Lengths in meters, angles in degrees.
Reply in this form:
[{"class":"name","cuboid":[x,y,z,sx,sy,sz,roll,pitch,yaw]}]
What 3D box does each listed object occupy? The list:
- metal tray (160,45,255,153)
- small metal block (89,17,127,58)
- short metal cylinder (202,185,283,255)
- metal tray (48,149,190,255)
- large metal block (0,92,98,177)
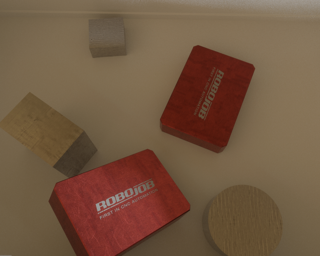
[{"class":"metal tray","cuboid":[0.065,-0.042,0.423,0.090,0.030,0.130,22,71,7]},{"class":"small metal block","cuboid":[-0.077,-0.134,0.458,0.050,0.025,0.050,-5,70,-2]},{"class":"short metal cylinder","cuboid":[0.092,0.110,0.358,0.081,0.050,0.080,0,70,0]},{"class":"metal tray","cuboid":[-0.040,0.083,0.340,0.131,0.030,0.090,-18,64,-41]},{"class":"large metal block","cuboid":[-0.130,0.013,0.374,0.080,0.080,0.050,34,74,11]}]
